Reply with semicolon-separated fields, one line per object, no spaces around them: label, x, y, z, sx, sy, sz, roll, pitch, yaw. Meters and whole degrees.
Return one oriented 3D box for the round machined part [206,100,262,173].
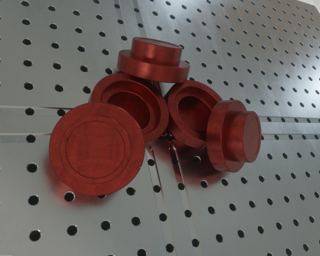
round machined part;0.104;0.011;0.414;0.099;0.042;0.097;-3;94;-53

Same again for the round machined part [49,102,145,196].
round machined part;-0.064;0.021;0.321;0.099;0.042;0.097;0;89;-6

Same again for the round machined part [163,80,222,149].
round machined part;0.045;-0.015;0.432;0.099;0.042;0.098;14;56;-21

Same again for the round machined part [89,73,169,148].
round machined part;-0.042;-0.016;0.385;0.099;0.042;0.098;14;56;-21

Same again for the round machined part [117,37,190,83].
round machined part;-0.007;-0.096;0.421;0.099;0.042;0.098;11;21;-4
